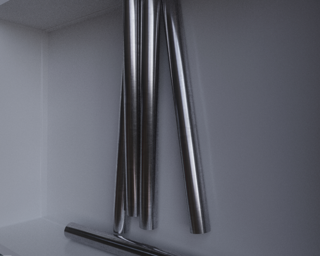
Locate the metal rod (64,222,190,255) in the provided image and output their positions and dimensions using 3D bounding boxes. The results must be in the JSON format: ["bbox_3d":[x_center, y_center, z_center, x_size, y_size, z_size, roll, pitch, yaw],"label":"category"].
[{"bbox_3d":[-0.018,0.165,0.406,0.300,0.025,0.025,1,91,35],"label":"metal rod"}]

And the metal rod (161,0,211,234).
[{"bbox_3d":[0.030,-0.025,0.381,0.025,0.025,0.298,-11,83,39],"label":"metal rod"}]

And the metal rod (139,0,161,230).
[{"bbox_3d":[-0.014,-0.015,0.405,0.025,0.025,0.298,5,97,40],"label":"metal rod"}]

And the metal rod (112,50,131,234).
[{"bbox_3d":[-0.048,0.002,0.446,0.025,0.025,0.298,6,94,40],"label":"metal rod"}]

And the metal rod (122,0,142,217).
[{"bbox_3d":[-0.036,-0.028,0.417,0.025,0.025,0.298,6,99,40],"label":"metal rod"}]
